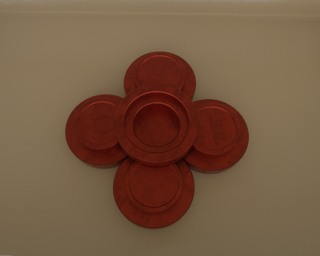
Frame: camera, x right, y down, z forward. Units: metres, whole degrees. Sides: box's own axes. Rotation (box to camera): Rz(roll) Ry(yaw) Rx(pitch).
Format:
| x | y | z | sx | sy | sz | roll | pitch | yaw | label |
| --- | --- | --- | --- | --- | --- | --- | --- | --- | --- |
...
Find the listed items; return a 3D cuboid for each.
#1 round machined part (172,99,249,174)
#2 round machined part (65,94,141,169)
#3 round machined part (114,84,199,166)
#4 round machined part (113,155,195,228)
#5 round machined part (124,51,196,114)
| x | y | z | sx | sy | sz | roll | pitch | yaw | label |
| --- | --- | --- | --- | --- | --- | --- | --- | --- | --- |
| 0.065 | 0.007 | 0.396 | 0.099 | 0.042 | 0.098 | 0 | 70 | 0 | round machined part |
| -0.073 | 0.000 | 0.397 | 0.099 | 0.042 | 0.098 | 0 | 70 | 0 | round machined part |
| -0.004 | -0.001 | 0.376 | 0.099 | 0.042 | 0.098 | 0 | 70 | 0 | round machined part |
| -0.007 | 0.069 | 0.373 | 0.099 | 0.042 | 0.098 | 1 | 68 | -1 | round machined part |
| 0.000 | -0.063 | 0.420 | 0.099 | 0.042 | 0.098 | 0 | 70 | 0 | round machined part |
